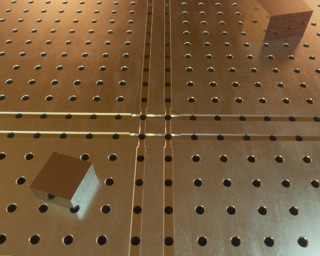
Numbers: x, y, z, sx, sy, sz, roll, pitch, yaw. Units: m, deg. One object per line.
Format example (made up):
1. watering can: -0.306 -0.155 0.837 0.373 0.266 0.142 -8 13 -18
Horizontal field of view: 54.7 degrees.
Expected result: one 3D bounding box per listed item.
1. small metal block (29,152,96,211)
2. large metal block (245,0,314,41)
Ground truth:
1. small metal block: -0.110 0.060 0.356 0.050 0.025 0.050 15 51 12
2. large metal block: 0.215 -0.209 0.570 0.081 0.050 0.080 -11 51 -9
